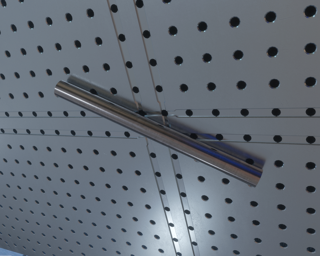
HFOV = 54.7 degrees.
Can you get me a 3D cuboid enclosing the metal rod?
[{"bbox_3d":[-0.011,0.002,0.417,0.301,0.025,0.025,24,127,12],"label":"metal rod"}]
